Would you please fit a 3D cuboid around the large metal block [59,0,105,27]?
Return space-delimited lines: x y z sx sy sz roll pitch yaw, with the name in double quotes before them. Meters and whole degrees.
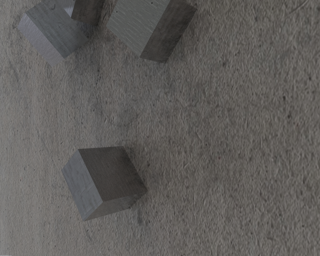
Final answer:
"large metal block" -0.132 -0.219 0.498 0.080 0.050 0.079 34 111 34

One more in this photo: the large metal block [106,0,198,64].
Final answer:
"large metal block" -0.013 -0.142 0.400 0.080 0.050 0.080 47 118 29

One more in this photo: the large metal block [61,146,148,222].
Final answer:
"large metal block" -0.077 0.074 0.433 0.050 0.081 0.080 -47 62 30

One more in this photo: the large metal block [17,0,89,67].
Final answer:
"large metal block" -0.171 -0.149 0.490 0.080 0.050 0.080 52 156 -21
